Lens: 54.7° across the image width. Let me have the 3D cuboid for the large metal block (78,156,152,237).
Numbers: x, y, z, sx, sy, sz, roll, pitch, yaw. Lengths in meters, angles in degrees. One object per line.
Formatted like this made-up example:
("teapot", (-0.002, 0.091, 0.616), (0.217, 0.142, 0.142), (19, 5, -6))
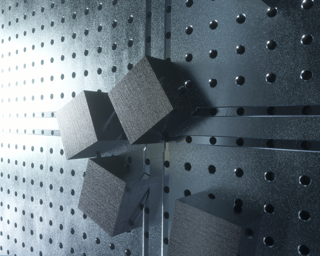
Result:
("large metal block", (-0.067, 0.094, 0.446), (0.080, 0.050, 0.079), (24, 105, 37))

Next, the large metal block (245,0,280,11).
("large metal block", (0.094, -0.178, 0.315), (0.080, 0.050, 0.079), (38, 113, 33))

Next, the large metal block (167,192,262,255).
("large metal block", (0.058, 0.126, 0.344), (0.080, 0.050, 0.079), (14, 99, 39))

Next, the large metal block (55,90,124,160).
("large metal block", (-0.111, -0.003, 0.482), (0.080, 0.050, 0.080), (-29, 72, 36))

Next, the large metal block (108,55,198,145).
("large metal block", (-0.011, -0.034, 0.401), (0.080, 0.050, 0.080), (-39, 66, 32))
